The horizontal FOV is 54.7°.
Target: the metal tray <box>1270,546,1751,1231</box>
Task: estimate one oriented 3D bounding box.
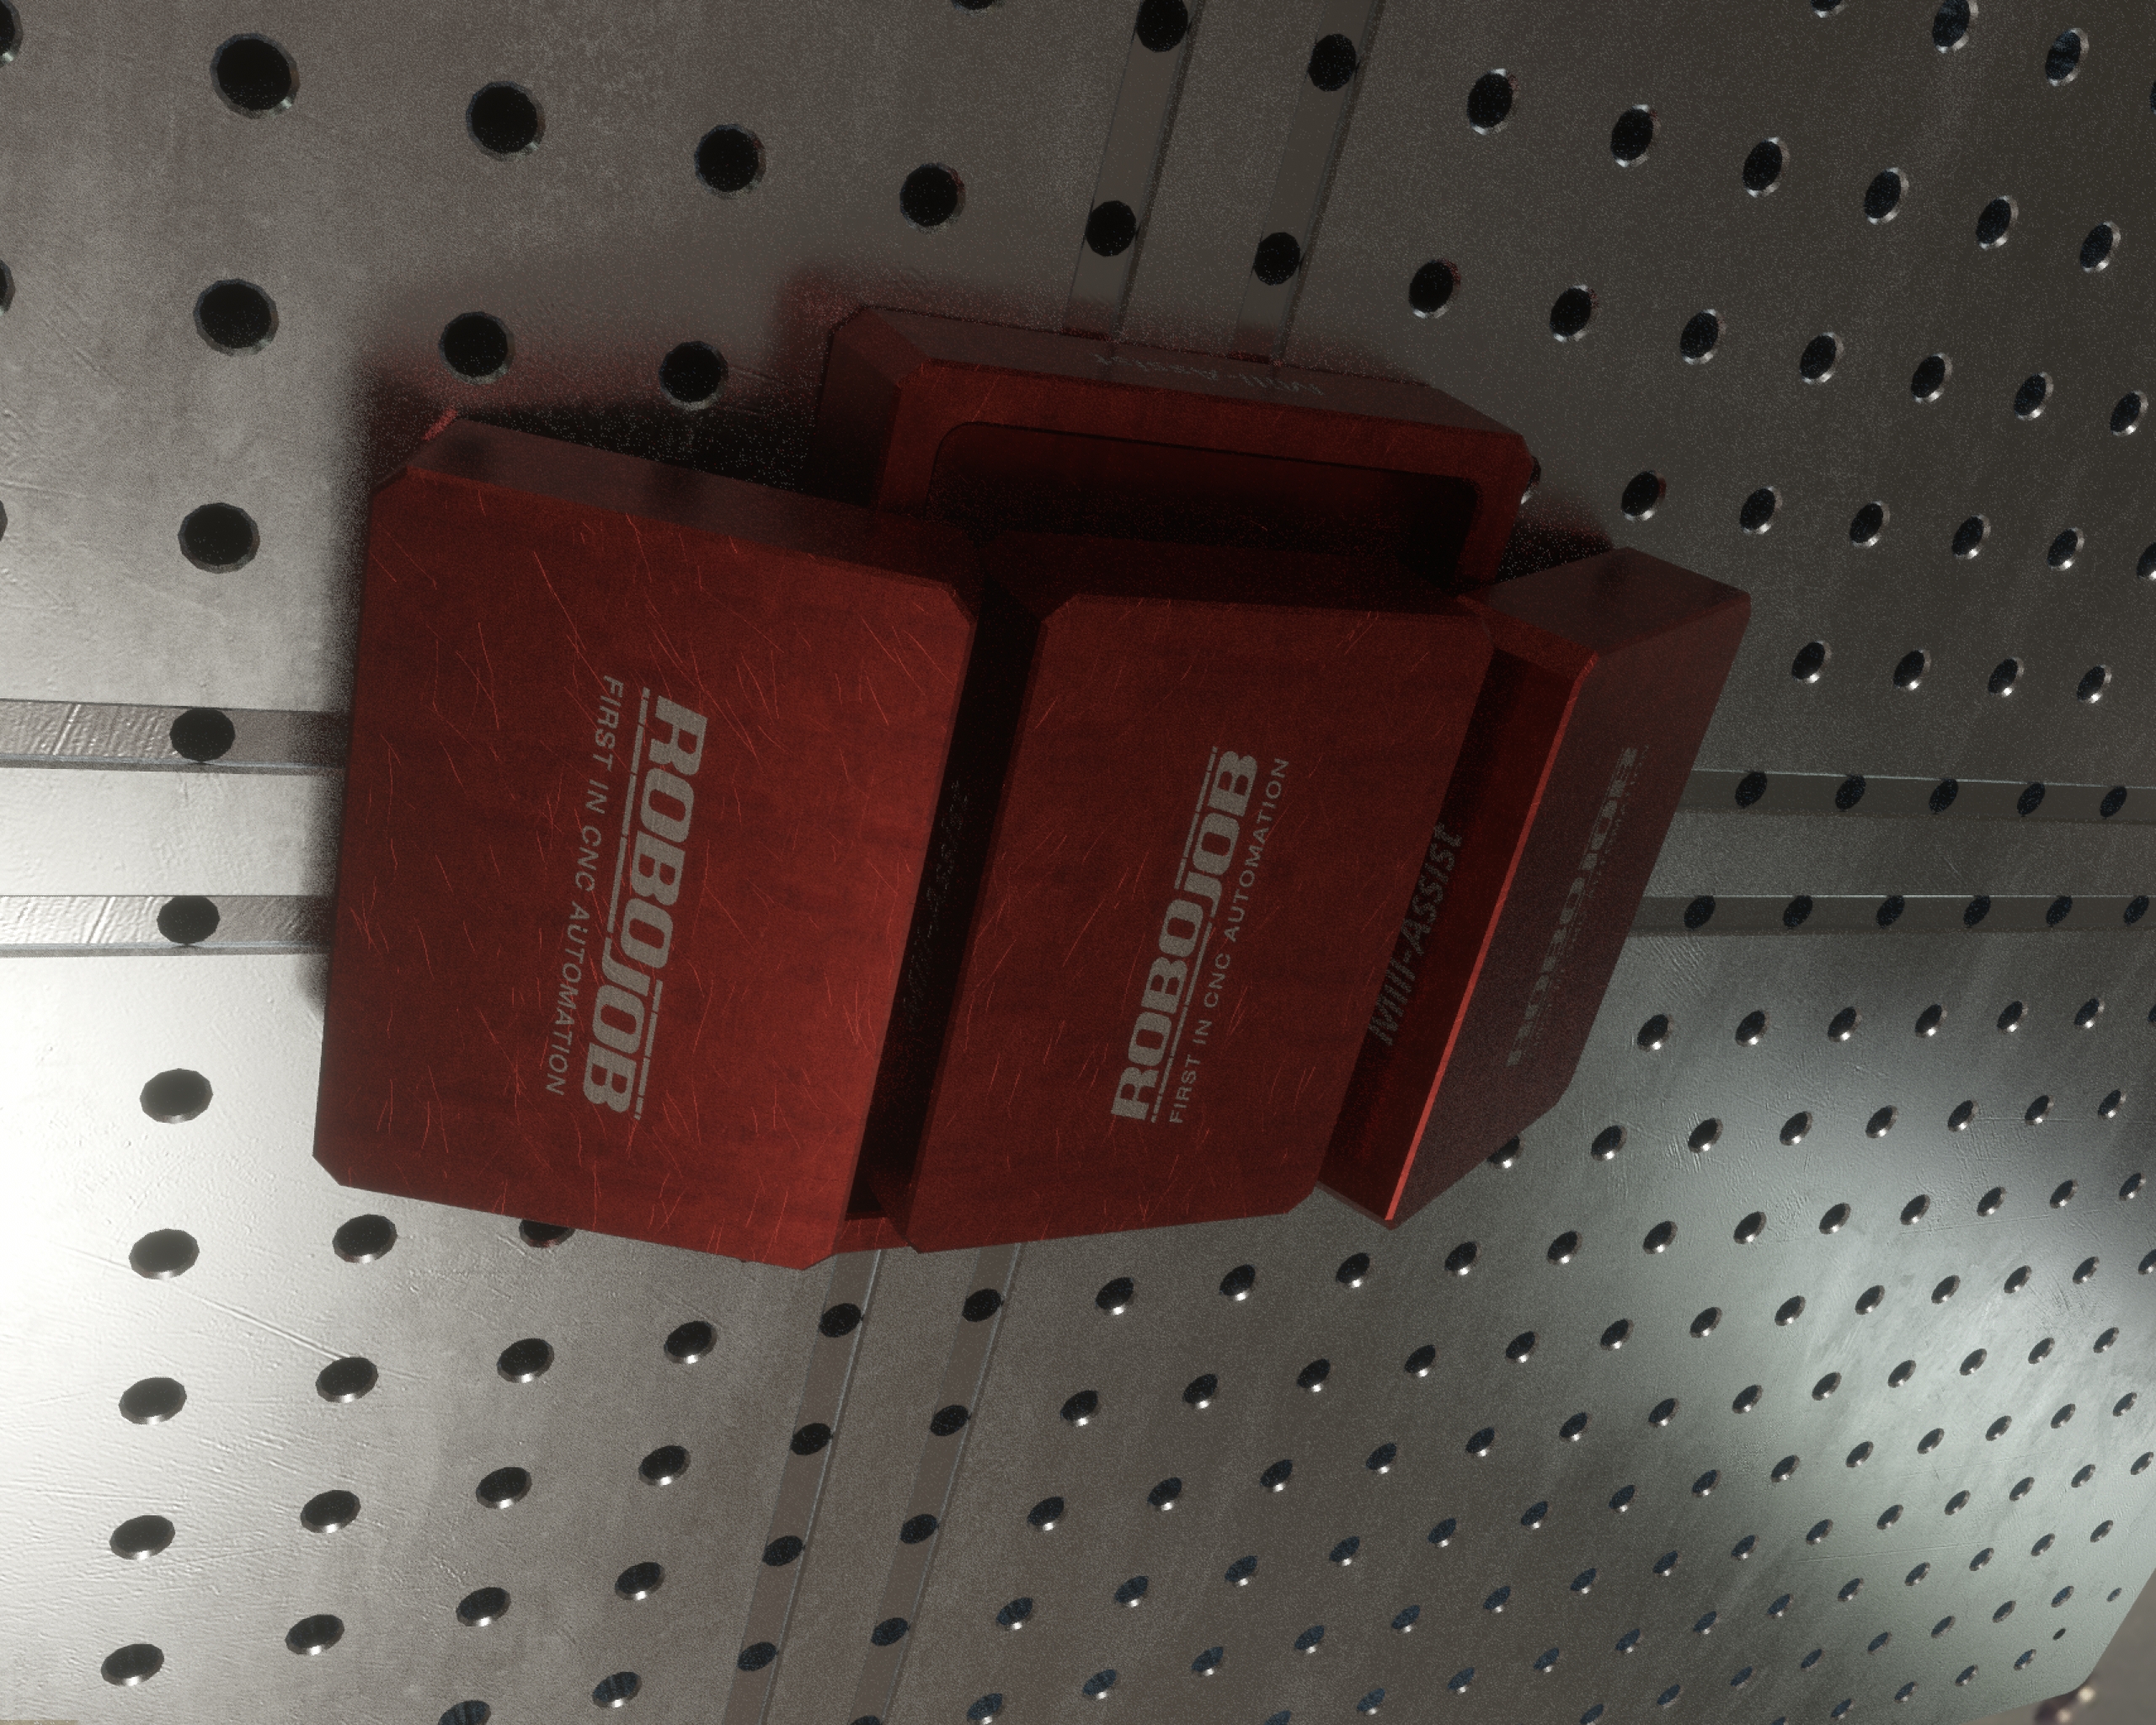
[{"bbox_3d":[0.091,0.004,0.438,0.091,0.030,0.129,-21,132,-51],"label":"metal tray"}]

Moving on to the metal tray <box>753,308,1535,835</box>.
[{"bbox_3d":[0.013,-0.047,0.387,0.131,0.030,0.089,0,119,-29],"label":"metal tray"}]

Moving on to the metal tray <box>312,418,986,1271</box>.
[{"bbox_3d":[-0.073,0.001,0.347,0.091,0.030,0.129,12,115,-6],"label":"metal tray"}]

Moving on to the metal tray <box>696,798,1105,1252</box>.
[{"bbox_3d":[-0.007,0.032,0.426,0.131,0.030,0.089,0,119,-29],"label":"metal tray"}]

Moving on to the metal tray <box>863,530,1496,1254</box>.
[{"bbox_3d":[0.015,0.008,0.383,0.091,0.030,0.129,-1,119,-29],"label":"metal tray"}]
